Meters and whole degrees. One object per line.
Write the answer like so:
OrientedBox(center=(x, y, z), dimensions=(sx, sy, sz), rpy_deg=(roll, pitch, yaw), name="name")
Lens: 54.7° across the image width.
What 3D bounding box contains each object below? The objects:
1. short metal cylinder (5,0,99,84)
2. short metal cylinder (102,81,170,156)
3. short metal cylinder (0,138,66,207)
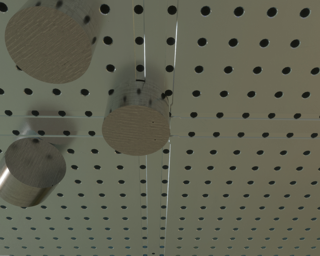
OrientedBox(center=(-0.106, -0.092, 0.315), dimensions=(0.081, 0.050, 0.079), rpy_deg=(-1, 130, 0), name="short metal cylinder")
OrientedBox(center=(-0.028, -0.011, 0.386), dimensions=(0.081, 0.050, 0.079), rpy_deg=(0, 130, 0), name="short metal cylinder")
OrientedBox(center=(-0.178, 0.060, 0.424), dimensions=(0.080, 0.080, 0.050), rpy_deg=(29, 124, -23), name="short metal cylinder")
